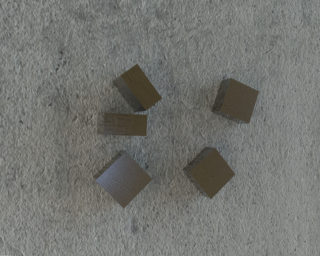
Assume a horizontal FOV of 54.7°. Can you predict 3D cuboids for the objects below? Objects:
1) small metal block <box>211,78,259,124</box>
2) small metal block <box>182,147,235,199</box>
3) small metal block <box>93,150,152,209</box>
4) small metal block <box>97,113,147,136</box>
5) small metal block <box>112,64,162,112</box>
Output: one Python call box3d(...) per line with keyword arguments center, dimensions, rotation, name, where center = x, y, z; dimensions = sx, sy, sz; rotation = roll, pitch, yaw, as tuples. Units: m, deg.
box3d(center=(0.109, -0.038, 0.449), dimensions=(0.050, 0.025, 0.050), rotation=(21, 83, -19), name="small metal block")
box3d(center=(0.068, 0.062, 0.434), dimensions=(0.050, 0.025, 0.050), rotation=(-42, 103, -15), name="small metal block")
box3d(center=(-0.047, 0.064, 0.392), dimensions=(0.050, 0.025, 0.050), rotation=(-45, 104, -15), name="small metal block")
box3d(center=(-0.047, -0.004, 0.378), dimensions=(0.050, 0.050, 0.025), rotation=(2, 90, -20), name="small metal block")
box3d(center=(-0.030, -0.048, 0.384), dimensions=(0.025, 0.050, 0.050), rotation=(-40, 103, -15), name="small metal block")
